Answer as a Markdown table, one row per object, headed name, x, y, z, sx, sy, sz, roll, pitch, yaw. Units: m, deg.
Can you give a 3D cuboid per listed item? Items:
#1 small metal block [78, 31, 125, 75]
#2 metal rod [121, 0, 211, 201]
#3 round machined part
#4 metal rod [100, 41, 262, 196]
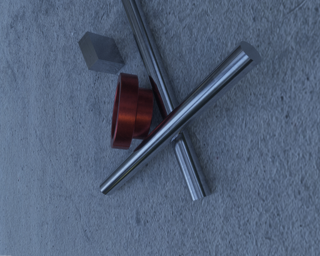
| name | x | y | z | sx | sy | sz | roll | pitch | yaw |
| --- | --- | --- | --- | --- | --- | --- | --- | --- | --- |
| small metal block | -0.086 | -0.110 | 0.457 | 0.025 | 0.050 | 0.050 | -37 | 68 | 34 |
| metal rod | 0.001 | -0.054 | 0.401 | 0.025 | 0.025 | 0.299 | -30 | 72 | 36 |
| round machined part | -0.036 | -0.020 | 0.401 | 0.098 | 0.042 | 0.097 | -172 | 89 | -77 |
| metal rod | 0.000 | 0.012 | 0.370 | 0.298 | 0.025 | 0.025 | -45 | 63 | 41 |
